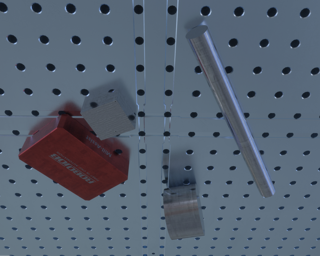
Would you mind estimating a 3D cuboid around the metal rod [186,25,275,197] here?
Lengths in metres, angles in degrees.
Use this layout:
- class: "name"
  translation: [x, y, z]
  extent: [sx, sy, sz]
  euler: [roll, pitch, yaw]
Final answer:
- class: "metal rod"
  translation: [0.106, 0.000, 0.413]
  extent: [0.025, 0.025, 0.299]
  euler: [-21, 127, 17]

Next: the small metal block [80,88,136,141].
- class: "small metal block"
  translation: [-0.065, -0.016, 0.397]
  extent: [0.050, 0.025, 0.050]
  euler: [-18, 128, 14]

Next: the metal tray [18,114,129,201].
- class: "metal tray"
  translation: [-0.120, 0.047, 0.447]
  extent: [0.090, 0.030, 0.130]
  euler: [-32, 124, 23]

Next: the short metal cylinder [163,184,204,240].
- class: "short metal cylinder"
  translation: [0.039, 0.131, 0.488]
  extent: [0.050, 0.080, 0.080]
  euler: [-11, 130, 8]
